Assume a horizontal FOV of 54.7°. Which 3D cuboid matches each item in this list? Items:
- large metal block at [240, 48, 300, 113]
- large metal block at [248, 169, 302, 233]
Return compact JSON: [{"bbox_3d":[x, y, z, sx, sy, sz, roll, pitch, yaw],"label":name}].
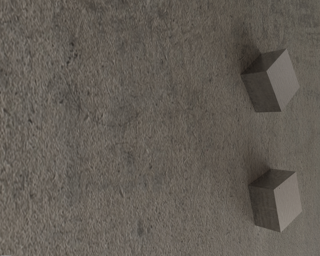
[{"bbox_3d":[0.199,-0.084,0.555,0.080,0.050,0.080,-44,117,-31],"label":"large metal block"},{"bbox_3d":[0.211,0.129,0.565,0.081,0.050,0.080,-22,104,-38],"label":"large metal block"}]
